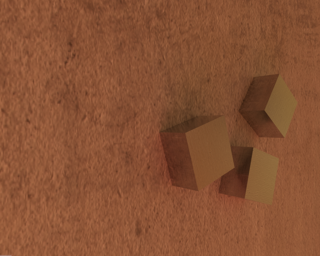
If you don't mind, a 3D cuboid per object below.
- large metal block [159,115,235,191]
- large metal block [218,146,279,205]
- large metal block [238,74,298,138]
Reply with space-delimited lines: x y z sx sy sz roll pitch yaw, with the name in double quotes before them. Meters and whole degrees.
"large metal block" 0.054 0.032 0.436 0.081 0.050 0.079 -23 105 -38
"large metal block" 0.150 0.079 0.517 0.080 0.050 0.080 21 77 -38
"large metal block" 0.196 -0.038 0.556 0.080 0.050 0.080 43 64 -32
